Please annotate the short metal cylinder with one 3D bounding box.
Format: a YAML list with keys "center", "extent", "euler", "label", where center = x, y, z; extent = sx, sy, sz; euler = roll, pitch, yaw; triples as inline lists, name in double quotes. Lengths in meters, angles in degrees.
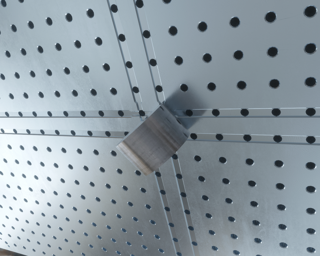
- center: [-0.009, 0.014, 0.387]
  extent: [0.050, 0.080, 0.080]
  euler: [47, 129, -5]
  label: "short metal cylinder"
